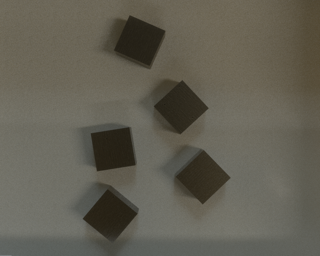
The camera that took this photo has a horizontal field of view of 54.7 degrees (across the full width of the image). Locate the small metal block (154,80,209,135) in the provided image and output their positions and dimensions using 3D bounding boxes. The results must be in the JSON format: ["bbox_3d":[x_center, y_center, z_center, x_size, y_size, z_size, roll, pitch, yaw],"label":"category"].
[{"bbox_3d":[0.028,-0.027,0.411,0.050,0.025,0.050,-43,90,0],"label":"small metal block"}]

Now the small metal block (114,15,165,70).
[{"bbox_3d":[-0.026,-0.113,0.411,0.050,0.025,0.050,24,90,0],"label":"small metal block"}]

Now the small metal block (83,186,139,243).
[{"bbox_3d":[-0.064,0.114,0.411,0.050,0.025,0.050,40,90,0],"label":"small metal block"}]

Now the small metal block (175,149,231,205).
[{"bbox_3d":[0.056,0.063,0.412,0.050,0.025,0.050,-44,90,0],"label":"small metal block"}]

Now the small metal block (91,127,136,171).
[{"bbox_3d":[-0.060,0.027,0.411,0.050,0.025,0.050,-9,90,0],"label":"small metal block"}]
